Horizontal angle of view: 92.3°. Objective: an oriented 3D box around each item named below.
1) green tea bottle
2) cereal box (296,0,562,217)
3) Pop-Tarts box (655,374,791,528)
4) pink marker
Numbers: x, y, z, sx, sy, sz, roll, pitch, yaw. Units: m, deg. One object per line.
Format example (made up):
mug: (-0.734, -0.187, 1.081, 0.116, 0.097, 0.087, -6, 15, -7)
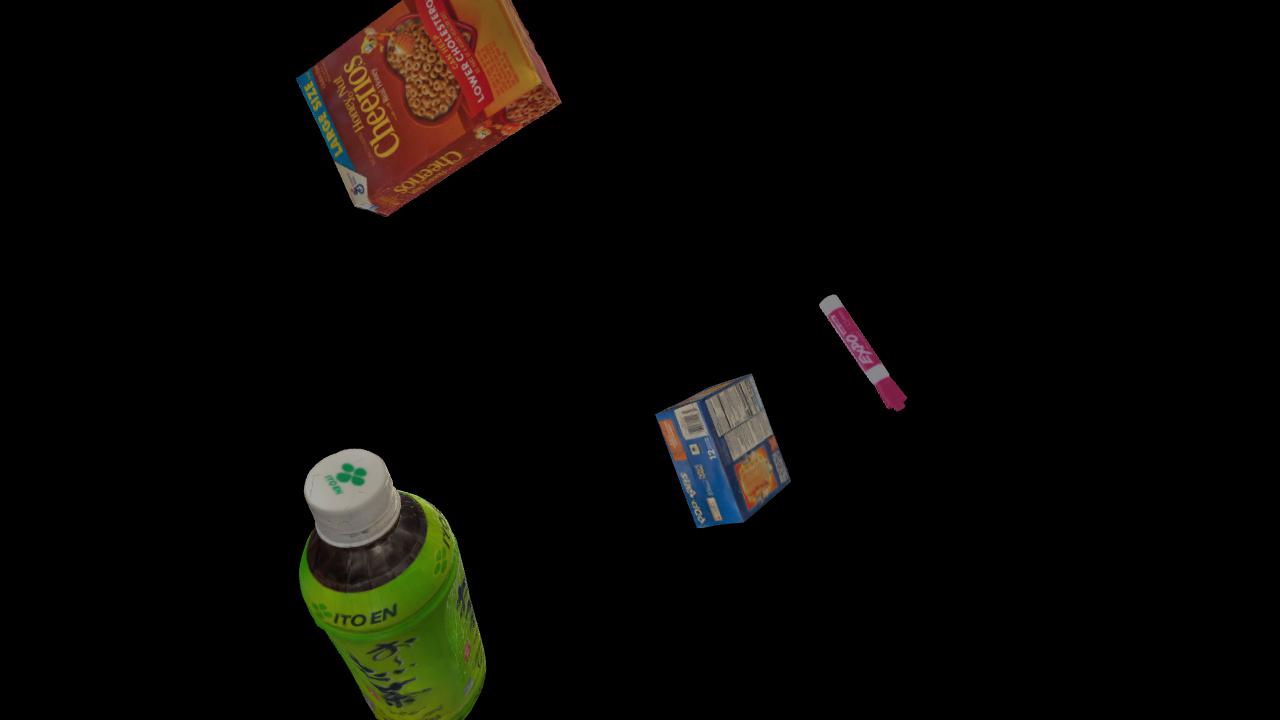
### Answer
green tea bottle: (-0.123, 0.123, 0.311, 0.073, 0.212, 0.073, 1, 43, -1)
cereal box: (-0.282, -0.355, 0.811, 0.306, 0.203, 0.081, -27, -6, 13)
Pop-Tarts box: (0.117, 0.123, 0.850, 0.083, 0.167, 0.141, -19, 1, 42)
pink marker: (0.200, -0.007, 0.552, 0.020, 0.121, 0.020, -20, -27, -11)
